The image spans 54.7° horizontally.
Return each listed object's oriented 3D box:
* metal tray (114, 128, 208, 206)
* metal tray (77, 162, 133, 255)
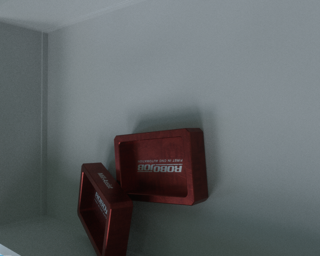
[{"bbox_3d":[-0.003,0.050,0.406,0.130,0.030,0.089,-7,86,39],"label":"metal tray"},{"bbox_3d":[-0.083,0.115,0.439,0.130,0.030,0.089,32,117,56],"label":"metal tray"}]
